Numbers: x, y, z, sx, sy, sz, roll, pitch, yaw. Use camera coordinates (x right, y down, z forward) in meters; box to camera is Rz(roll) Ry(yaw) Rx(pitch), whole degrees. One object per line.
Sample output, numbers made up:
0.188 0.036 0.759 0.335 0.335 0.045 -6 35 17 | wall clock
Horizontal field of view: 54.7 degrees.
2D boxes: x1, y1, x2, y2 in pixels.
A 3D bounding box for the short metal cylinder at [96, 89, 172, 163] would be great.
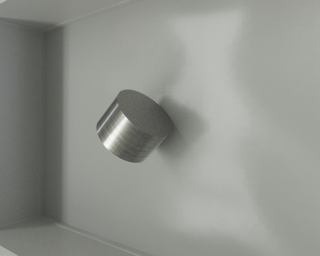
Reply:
-0.032 -0.003 0.392 0.050 0.081 0.080 -49 62 29 | short metal cylinder
